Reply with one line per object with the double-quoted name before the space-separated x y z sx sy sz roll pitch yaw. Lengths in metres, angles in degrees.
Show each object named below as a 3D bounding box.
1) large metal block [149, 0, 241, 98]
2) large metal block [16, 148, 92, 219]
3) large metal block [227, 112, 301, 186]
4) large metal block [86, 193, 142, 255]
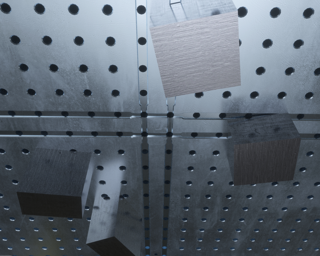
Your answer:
"large metal block" 0.038 -0.084 0.324 0.080 0.050 0.080 -9 130 7
"large metal block" -0.144 0.077 0.440 0.080 0.080 0.050 6 130 -5
"large metal block" 0.137 0.030 0.422 0.080 0.050 0.080 -7 130 5
"large metal block" -0.073 0.170 0.519 0.050 0.080 0.080 -20 127 16
